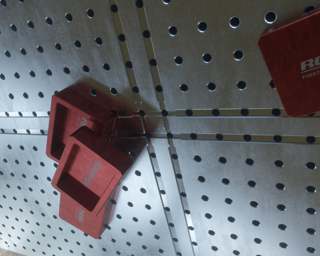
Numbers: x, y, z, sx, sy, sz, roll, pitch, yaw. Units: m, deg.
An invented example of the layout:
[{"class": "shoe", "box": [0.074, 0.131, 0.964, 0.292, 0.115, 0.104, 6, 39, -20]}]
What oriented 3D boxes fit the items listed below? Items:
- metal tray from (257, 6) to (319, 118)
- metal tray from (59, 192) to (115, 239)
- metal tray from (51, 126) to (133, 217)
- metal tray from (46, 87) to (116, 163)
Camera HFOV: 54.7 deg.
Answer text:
[{"class": "metal tray", "box": [0.167, -0.069, 0.277, 0.130, 0.030, 0.090, -17, 110, 34]}, {"class": "metal tray", "box": [-0.134, 0.135, 0.560, 0.090, 0.030, 0.129, 26, 128, 11]}, {"class": "metal tray", "box": [-0.106, 0.069, 0.464, 0.090, 0.030, 0.129, 36, 129, 3]}, {"class": "metal tray", "box": [-0.127, 0.013, 0.480, 0.090, 0.030, 0.129, 29, 128, 9]}]
